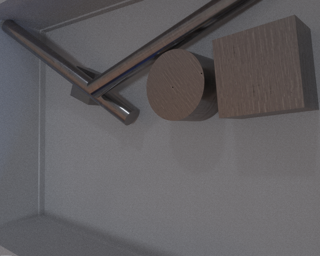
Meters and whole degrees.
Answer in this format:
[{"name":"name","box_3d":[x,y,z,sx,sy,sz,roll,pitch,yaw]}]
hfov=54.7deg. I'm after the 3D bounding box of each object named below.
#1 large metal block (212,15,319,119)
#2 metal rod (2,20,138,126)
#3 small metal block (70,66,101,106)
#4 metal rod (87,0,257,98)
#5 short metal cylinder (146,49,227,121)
[{"name":"large metal block","box_3d":[0.103,-0.053,0.305,0.080,0.050,0.080,-7,86,39]},{"name":"metal rod","box_3d":[-0.152,-0.096,0.483,0.300,0.025,0.025,36,113,22]},{"name":"small metal block","box_3d":[-0.115,-0.068,0.499,0.050,0.025,0.050,26,106,36]},{"name":"metal rod","box_3d":[0.028,-0.111,0.356,0.300,0.025,0.025,-26,74,28]},{"name":"short metal cylinder","box_3d":[0.031,-0.048,0.364,0.080,0.050,0.079,0,90,39]}]
